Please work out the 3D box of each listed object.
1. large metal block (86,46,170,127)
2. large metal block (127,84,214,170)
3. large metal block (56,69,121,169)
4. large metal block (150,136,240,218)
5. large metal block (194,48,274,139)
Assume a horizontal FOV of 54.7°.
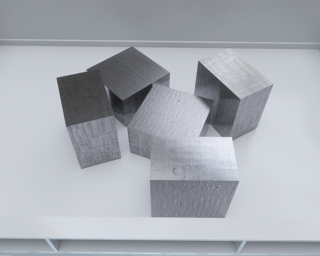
[{"bbox_3d":[-0.043,-0.061,0.437,0.080,0.050,0.080,-35,59,-26],"label":"large metal block"},{"bbox_3d":[0.015,-0.002,0.389,0.080,0.050,0.080,18,52,14],"label":"large metal block"},{"bbox_3d":[-0.085,-0.011,0.376,0.050,0.080,0.080,-15,52,-12],"label":"large metal block"},{"bbox_3d":[0.031,0.053,0.324,0.081,0.080,0.050,1,50,0],"label":"large metal block"},{"bbox_3d":[0.090,-0.043,0.404,0.050,0.080,0.080,-25,55,-20],"label":"large metal block"}]
